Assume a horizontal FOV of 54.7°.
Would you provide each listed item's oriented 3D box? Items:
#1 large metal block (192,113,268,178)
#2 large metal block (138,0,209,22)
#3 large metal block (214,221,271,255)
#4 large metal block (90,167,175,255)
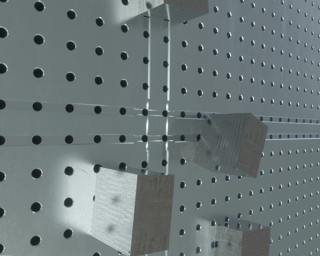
[{"bbox_3d":[0.105,0.025,0.464,0.050,0.080,0.080,30,72,-37],"label":"large metal block"},{"bbox_3d":[0.016,-0.191,0.408,0.081,0.050,0.079,-7,95,-40],"label":"large metal block"},{"bbox_3d":[0.136,0.201,0.510,0.081,0.050,0.080,9,84,-40],"label":"large metal block"},{"bbox_3d":[-0.032,0.088,0.348,0.050,0.080,0.080,8,85,-40],"label":"large metal block"}]
